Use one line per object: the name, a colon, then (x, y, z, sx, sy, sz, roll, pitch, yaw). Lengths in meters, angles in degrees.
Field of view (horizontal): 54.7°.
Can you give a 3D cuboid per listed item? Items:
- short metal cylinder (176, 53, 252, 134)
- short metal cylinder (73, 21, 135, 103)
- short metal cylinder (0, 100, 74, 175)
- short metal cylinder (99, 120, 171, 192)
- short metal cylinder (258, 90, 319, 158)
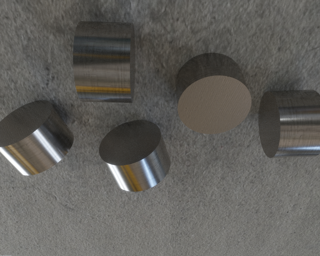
short metal cylinder: (0.059, -0.039, 0.358, 0.081, 0.050, 0.079, 0, 130, 0)
short metal cylinder: (-0.053, -0.066, 0.314, 0.050, 0.080, 0.079, 1, 130, -2)
short metal cylinder: (-0.154, 0.011, 0.378, 0.080, 0.080, 0.050, -16, 129, 12)
short metal cylinder: (-0.031, 0.035, 0.400, 0.080, 0.080, 0.050, -11, 129, 9)
short metal cylinder: (0.155, -0.005, 0.369, 0.050, 0.080, 0.079, -2, 130, 1)
